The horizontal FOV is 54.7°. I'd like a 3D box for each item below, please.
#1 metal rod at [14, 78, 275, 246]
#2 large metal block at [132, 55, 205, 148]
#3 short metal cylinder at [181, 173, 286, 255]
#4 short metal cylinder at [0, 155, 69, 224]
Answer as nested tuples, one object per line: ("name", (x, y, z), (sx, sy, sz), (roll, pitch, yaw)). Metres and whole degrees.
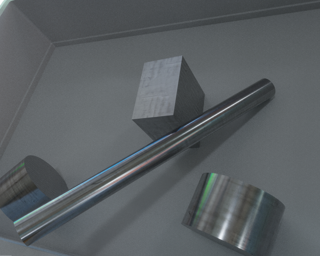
("metal rod", (0.004, 0.021, 0.318), (0.302, 0.025, 0.025), (-29, 48, -20))
("large metal block", (0.015, -0.028, 0.378), (0.050, 0.080, 0.080), (-5, 59, 26))
("short metal cylinder", (0.066, 0.082, 0.285), (0.080, 0.080, 0.050), (15, 69, 33))
("short metal cylinder", (-0.165, 0.082, 0.404), (0.050, 0.080, 0.080), (-40, 51, 1))
